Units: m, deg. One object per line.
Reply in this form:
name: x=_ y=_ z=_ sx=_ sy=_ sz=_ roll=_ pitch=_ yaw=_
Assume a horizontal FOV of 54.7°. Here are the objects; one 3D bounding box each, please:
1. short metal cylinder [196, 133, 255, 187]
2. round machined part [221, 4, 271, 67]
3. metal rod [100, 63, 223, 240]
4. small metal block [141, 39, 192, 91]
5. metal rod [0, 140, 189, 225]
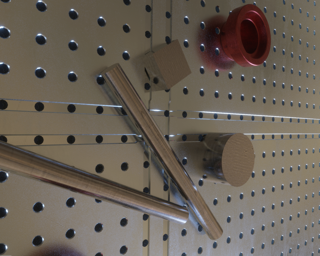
short metal cylinder: x=0.101 y=0.047 z=0.477 sx=0.081 sy=0.050 sz=0.080 roll=0 pitch=90 yaw=-40
round machined part: x=0.139 y=-0.149 z=0.514 sx=0.099 sy=0.042 sz=0.097 roll=0 pitch=90 yaw=-40
metal rod: x=0.014 y=0.047 z=0.420 sx=0.025 sy=0.025 sz=0.299 roll=-47 pitch=118 yaw=-30
small metal block: x=0.009 y=-0.084 z=0.416 sx=0.050 sy=0.025 sz=0.050 roll=-39 pitch=114 yaw=-33
metal rod: x=-0.075 y=0.064 z=0.345 sx=0.301 sy=0.025 sz=0.025 roll=29 pitch=72 yaw=-36
